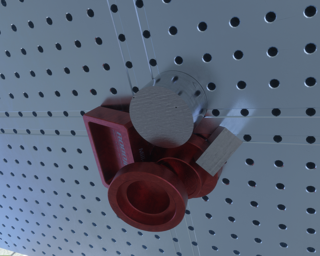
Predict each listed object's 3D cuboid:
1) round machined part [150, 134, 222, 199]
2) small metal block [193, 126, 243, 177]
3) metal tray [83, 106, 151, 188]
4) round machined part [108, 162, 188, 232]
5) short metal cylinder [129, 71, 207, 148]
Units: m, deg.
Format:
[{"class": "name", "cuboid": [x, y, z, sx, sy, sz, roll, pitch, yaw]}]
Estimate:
[{"class": "round machined part", "cuboid": [0.029, 0.057, 0.417, 0.098, 0.042, 0.097, 13, 124, 20]}, {"class": "small metal block", "cuboid": [0.066, 0.025, 0.362, 0.025, 0.050, 0.050, 40, 94, 1]}, {"class": "metal tray", "cuboid": [-0.057, 0.039, 0.445, 0.090, 0.030, 0.129, 14, 125, 38]}, {"class": "round machined part", "cuboid": [-0.013, 0.082, 0.395, 0.098, 0.042, 0.097, 7, 121, 12]}, {"class": "short metal cylinder", "cuboid": [0.011, -0.023, 0.374, 0.080, 0.050, 0.079, 13, 124, 20]}]
